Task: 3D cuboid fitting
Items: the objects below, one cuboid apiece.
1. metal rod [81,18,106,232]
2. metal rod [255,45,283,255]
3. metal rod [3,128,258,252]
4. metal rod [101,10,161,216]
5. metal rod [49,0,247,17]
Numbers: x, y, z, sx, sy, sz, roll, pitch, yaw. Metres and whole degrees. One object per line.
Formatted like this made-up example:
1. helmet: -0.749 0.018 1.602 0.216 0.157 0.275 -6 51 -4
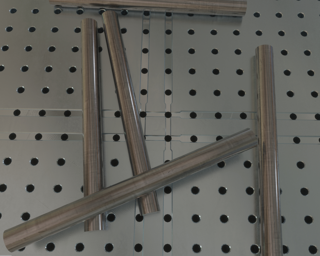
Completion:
1. metal rod: -0.092 -0.018 0.417 0.025 0.025 0.299 -5 70 -2
2. metal rod: 0.141 0.024 0.404 0.025 0.025 0.299 5 70 1
3. metal rod: -0.025 0.067 0.359 0.302 0.025 0.025 -22 72 -9
4. metal rod: -0.044 -0.034 0.423 0.025 0.025 0.299 -12 71 -5
5. metal rod: -0.019 -0.195 0.482 0.302 0.025 0.025 3 70 0
